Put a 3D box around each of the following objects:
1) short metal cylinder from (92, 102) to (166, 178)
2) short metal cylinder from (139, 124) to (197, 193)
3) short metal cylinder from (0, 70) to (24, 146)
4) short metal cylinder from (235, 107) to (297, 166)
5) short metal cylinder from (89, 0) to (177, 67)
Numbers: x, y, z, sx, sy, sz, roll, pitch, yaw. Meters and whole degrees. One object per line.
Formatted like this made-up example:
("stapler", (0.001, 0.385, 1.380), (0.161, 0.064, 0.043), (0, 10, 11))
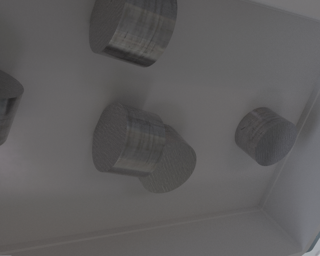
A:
("short metal cylinder", (-0.038, 0.015, 0.361), (0.050, 0.080, 0.080), (15, 110, -35))
("short metal cylinder", (0.002, 0.041, 0.418), (0.081, 0.050, 0.079), (-14, 124, -21))
("short metal cylinder", (-0.167, -0.023, 0.267), (0.081, 0.080, 0.050), (15, 111, -34))
("short metal cylinder", (0.167, 0.013, 0.492), (0.081, 0.050, 0.079), (-14, 124, -21))
("short metal cylinder", (-0.028, -0.103, 0.294), (0.050, 0.080, 0.079), (11, 113, -33))
